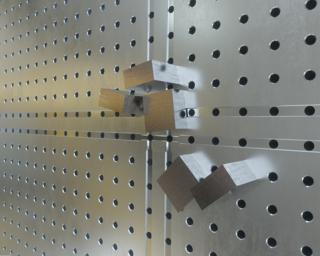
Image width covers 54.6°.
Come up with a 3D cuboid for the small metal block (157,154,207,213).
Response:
[{"bbox_3d":[0.031,0.068,0.385,0.050,0.025,0.050,-52,60,28],"label":"small metal block"}]

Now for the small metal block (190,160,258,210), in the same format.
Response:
[{"bbox_3d":[0.069,0.061,0.336,0.050,0.050,0.025,-45,63,31],"label":"small metal block"}]

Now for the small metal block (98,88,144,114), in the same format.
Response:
[{"bbox_3d":[-0.049,-0.037,0.435,0.050,0.050,0.025,19,102,38],"label":"small metal block"}]

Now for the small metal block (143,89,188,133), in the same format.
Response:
[{"bbox_3d":[0.006,-0.021,0.405,0.050,0.025,0.050,-8,85,40],"label":"small metal block"}]

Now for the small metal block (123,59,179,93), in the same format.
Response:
[{"bbox_3d":[-0.011,-0.066,0.403,0.050,0.050,0.025,-11,83,39],"label":"small metal block"}]
